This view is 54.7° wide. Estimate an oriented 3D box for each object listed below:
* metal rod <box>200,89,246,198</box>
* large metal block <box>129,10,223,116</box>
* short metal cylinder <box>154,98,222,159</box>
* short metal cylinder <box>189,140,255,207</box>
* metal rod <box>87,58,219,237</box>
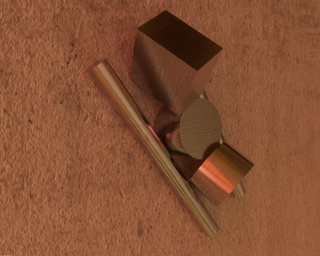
[{"bbox_3d":[0.069,-0.018,0.463,0.025,0.025,0.299,-40,114,-33],"label":"metal rod"},{"bbox_3d":[0.015,-0.074,0.362,0.080,0.080,0.050,38,58,13],"label":"large metal block"},{"bbox_3d":[0.039,0.001,0.422,0.081,0.050,0.080,0,90,-40],"label":"short metal cylinder"},{"bbox_3d":[0.087,0.064,0.435,0.050,0.080,0.080,41,55,15],"label":"short metal cylinder"},{"bbox_3d":[0.004,0.042,0.408,0.025,0.025,0.299,-48,119,-29],"label":"metal rod"}]
